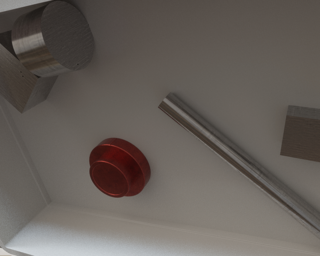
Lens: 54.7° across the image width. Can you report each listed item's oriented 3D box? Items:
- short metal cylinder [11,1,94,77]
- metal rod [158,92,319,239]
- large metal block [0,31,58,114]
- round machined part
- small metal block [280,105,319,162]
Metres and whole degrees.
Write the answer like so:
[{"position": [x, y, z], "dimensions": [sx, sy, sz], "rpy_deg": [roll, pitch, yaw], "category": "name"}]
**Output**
[{"position": [-0.126, -0.105, 0.373], "dimensions": [0.050, 0.080, 0.080], "rpy_deg": [-6, 116, 30], "category": "short metal cylinder"}, {"position": [0.122, 0.060, 0.381], "dimensions": [0.300, 0.025, 0.025], "rpy_deg": [39, 129, 1], "category": "metal rod"}, {"position": [-0.199, -0.082, 0.444], "dimensions": [0.080, 0.050, 0.080], "rpy_deg": [43, 129, -2], "category": "large metal block"}, {"position": [-0.068, 0.067, 0.473], "dimensions": [0.098, 0.042, 0.097], "rpy_deg": [13, 124, 20], "category": "round machined part"}, {"position": [0.159, 0.006, 0.329], "dimensions": [0.050, 0.025, 0.050], "rpy_deg": [10, 123, 22], "category": "small metal block"}]
